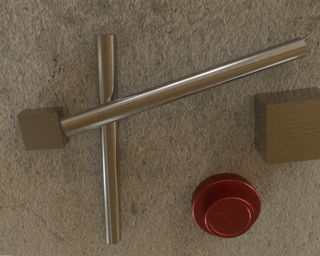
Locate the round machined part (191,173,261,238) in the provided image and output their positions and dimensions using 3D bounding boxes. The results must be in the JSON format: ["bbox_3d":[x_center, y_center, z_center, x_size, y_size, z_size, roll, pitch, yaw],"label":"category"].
[{"bbox_3d":[0.096,0.118,0.446,0.099,0.042,0.097,0,110,-1],"label":"round machined part"}]

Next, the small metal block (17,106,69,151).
[{"bbox_3d":[-0.153,0.001,0.408,0.050,0.025,0.050,-4,110,1],"label":"small metal block"}]

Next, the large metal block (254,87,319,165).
[{"bbox_3d":[0.169,-0.004,0.398,0.080,0.050,0.079,-7,110,2],"label":"large metal block"}]

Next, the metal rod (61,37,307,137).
[{"bbox_3d":[0.029,-0.049,0.375,0.302,0.025,0.025,-19,109,0],"label":"metal rod"}]

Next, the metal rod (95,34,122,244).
[{"bbox_3d":[-0.068,0.029,0.419,0.025,0.025,0.298,1,110,-1],"label":"metal rod"}]
